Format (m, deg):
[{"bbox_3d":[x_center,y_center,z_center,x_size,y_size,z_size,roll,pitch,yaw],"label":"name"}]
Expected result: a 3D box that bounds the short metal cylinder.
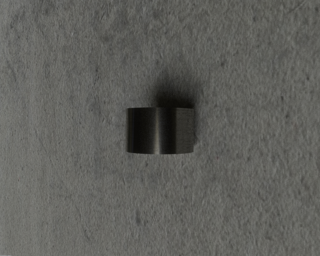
[{"bbox_3d":[0.000,0.003,0.368,0.080,0.081,0.050,1,91,39],"label":"short metal cylinder"}]
